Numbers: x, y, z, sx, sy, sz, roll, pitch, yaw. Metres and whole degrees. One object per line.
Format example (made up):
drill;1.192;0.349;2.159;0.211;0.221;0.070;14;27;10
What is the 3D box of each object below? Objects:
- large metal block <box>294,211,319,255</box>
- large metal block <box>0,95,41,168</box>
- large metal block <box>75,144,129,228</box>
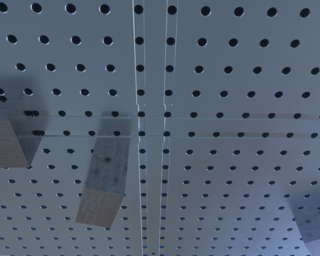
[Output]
large metal block;0.306;0.194;0.565;0.080;0.050;0.080;-25;126;19
large metal block;-0.211;0.006;0.397;0.081;0.050;0.079;-1;130;0
large metal block;-0.082;0.084;0.446;0.050;0.080;0.079;14;129;-12
